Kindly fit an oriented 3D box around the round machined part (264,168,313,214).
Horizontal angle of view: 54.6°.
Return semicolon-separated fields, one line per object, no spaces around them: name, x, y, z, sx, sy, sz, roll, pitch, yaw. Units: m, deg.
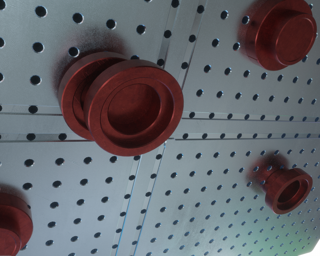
round machined part;0.244;0.117;0.604;0.099;0.042;0.097;-14;124;-21

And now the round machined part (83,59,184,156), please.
round machined part;-0.029;-0.023;0.315;0.099;0.042;0.097;-14;124;-21

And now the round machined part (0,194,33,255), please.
round machined part;-0.204;0.129;0.368;0.099;0.042;0.097;-14;124;-21

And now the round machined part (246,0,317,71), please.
round machined part;0.168;-0.122;0.415;0.099;0.042;0.097;-14;124;-21

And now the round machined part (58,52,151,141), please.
round machined part;-0.062;-0.037;0.343;0.099;0.042;0.097;-14;124;-21
